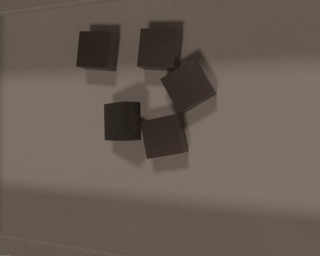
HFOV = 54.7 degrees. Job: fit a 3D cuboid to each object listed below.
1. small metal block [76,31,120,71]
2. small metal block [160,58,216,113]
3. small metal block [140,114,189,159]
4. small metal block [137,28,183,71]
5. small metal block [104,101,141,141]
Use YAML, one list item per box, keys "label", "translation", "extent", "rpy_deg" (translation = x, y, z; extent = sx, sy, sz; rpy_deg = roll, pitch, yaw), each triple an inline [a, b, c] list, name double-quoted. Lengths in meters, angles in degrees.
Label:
- label: "small metal block"
  translation: [-0.088, -0.109, 0.440]
  extent: [0.050, 0.025, 0.050]
  rpy_deg: [7, 92, 19]
- label: "small metal block"
  translation: [0.037, -0.053, 0.397]
  extent: [0.050, 0.025, 0.050]
  rpy_deg: [-31, 80, 17]
- label: "small metal block"
  translation: [0.006, 0.011, 0.408]
  extent: [0.050, 0.025, 0.050]
  rpy_deg: [-11, 86, 19]
- label: "small metal block"
  translation: [0.000, -0.103, 0.410]
  extent: [0.050, 0.025, 0.050]
  rpy_deg: [7, 92, 19]
- label: "small metal block"
  translation: [-0.051, -0.008, 0.416]
  extent: [0.050, 0.025, 0.050]
  rpy_deg: [-2, 89, 50]
